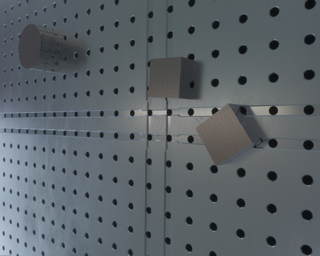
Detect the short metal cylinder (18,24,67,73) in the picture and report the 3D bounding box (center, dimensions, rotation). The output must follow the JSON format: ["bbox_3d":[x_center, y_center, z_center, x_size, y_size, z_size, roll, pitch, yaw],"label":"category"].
[{"bbox_3d":[-0.218,-0.146,0.573,0.080,0.050,0.079,0,90,40],"label":"short metal cylinder"}]

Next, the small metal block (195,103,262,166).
[{"bbox_3d":[0.076,0.008,0.347,0.050,0.025,0.050,-40,66,32],"label":"small metal block"}]

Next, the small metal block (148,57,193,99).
[{"bbox_3d":[0.013,-0.063,0.399,0.050,0.025,0.050,6,94,39],"label":"small metal block"}]
